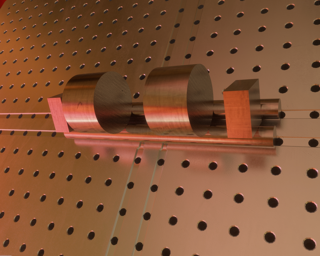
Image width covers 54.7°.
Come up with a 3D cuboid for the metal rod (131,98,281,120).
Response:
[{"bbox_3d":[0.003,-0.024,0.421,0.300,0.025,0.025,1,62,28],"label":"metal rod"}]

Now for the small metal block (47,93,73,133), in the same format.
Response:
[{"bbox_3d":[-0.129,-0.026,0.447,0.025,0.050,0.050,1,20,29],"label":"small metal block"}]

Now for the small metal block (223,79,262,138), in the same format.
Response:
[{"bbox_3d":[0.089,-0.022,0.329,0.025,0.050,0.050,0,21,29],"label":"small metal block"}]

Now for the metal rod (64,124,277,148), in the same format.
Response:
[{"bbox_3d":[-0.007,0.007,0.408,0.300,0.025,0.025,1,62,28],"label":"metal rod"}]

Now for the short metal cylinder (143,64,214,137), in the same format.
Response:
[{"bbox_3d":[0.023,-0.030,0.351,0.050,0.080,0.080,1,62,29],"label":"short metal cylinder"}]

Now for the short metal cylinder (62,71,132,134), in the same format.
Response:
[{"bbox_3d":[-0.080,-0.032,0.407,0.050,0.080,0.080,1,62,29],"label":"short metal cylinder"}]
